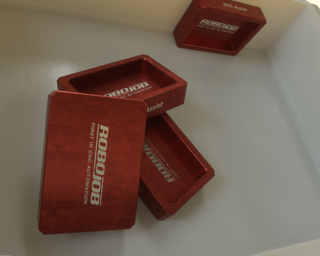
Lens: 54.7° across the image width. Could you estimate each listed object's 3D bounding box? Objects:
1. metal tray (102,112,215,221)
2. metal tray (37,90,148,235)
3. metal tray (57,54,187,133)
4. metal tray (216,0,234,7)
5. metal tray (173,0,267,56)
[{"bbox_3d":[-0.005,0.033,0.378,0.091,0.030,0.130,-33,81,-38],"label":"metal tray"},{"bbox_3d":[-0.065,0.033,0.302,0.091,0.030,0.129,5,94,-24],"label":"metal tray"},{"bbox_3d":[-0.044,-0.044,0.375,0.131,0.030,0.090,-24,49,-32],"label":"metal tray"},{"bbox_3d":[0.104,-0.323,0.658,0.131,0.030,0.090,24,53,-14],"label":"metal tray"},{"bbox_3d":[0.099,-0.168,0.519,0.131,0.090,0.030,1,62,-28],"label":"metal tray"}]
